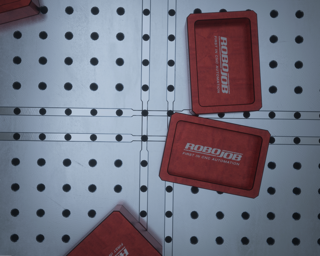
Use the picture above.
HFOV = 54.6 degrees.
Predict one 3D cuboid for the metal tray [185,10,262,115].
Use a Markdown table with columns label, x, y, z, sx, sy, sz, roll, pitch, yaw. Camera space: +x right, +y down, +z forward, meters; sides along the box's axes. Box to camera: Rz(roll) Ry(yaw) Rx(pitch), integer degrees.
| label | x | y | z | sx | sy | sz | roll | pitch | yaw |
| --- | --- | --- | --- | --- | --- | --- | --- | --- | --- |
| metal tray | 0.083 | -0.084 | 0.411 | 0.090 | 0.030 | 0.129 | -3 | 90 | 0 |

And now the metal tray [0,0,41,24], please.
| label | x | y | z | sx | sy | sz | roll | pitch | yaw |
| --- | --- | --- | --- | --- | --- | --- | --- | --- | --- |
| metal tray | -0.223 | -0.208 | 0.409 | 0.090 | 0.030 | 0.129 | -15 | 90 | 0 |

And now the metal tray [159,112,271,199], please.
| label | x | y | z | sx | sy | sz | roll | pitch | yaw |
| --- | --- | --- | --- | --- | --- | --- | --- | --- | --- |
| metal tray | 0.070 | 0.035 | 0.411 | 0.131 | 0.030 | 0.090 | 11 | 90 | 0 |

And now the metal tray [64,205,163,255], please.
| label | x | y | z | sx | sy | sz | roll | pitch | yaw |
| --- | --- | --- | --- | --- | --- | --- | --- | --- | --- |
| metal tray | -0.072 | 0.179 | 0.411 | 0.130 | 0.030 | 0.090 | -44 | 90 | 0 |
